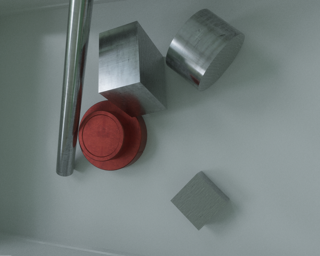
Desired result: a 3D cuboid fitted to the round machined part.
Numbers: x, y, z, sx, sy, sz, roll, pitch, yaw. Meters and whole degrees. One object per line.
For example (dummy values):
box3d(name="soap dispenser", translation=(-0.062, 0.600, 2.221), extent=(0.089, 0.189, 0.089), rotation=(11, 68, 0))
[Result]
box3d(name="round machined part", translation=(-0.071, 0.010, 0.425), extent=(0.098, 0.042, 0.097), rotation=(0, 90, 19))

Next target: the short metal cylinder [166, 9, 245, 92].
box3d(name="short metal cylinder", translation=(0.053, -0.090, 0.362), extent=(0.050, 0.080, 0.080), rotation=(42, 103, 15))

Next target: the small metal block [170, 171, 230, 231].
box3d(name="small metal block", translation=(0.051, 0.091, 0.392), extent=(0.050, 0.025, 0.050), rotation=(45, 104, 14))

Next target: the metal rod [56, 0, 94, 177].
box3d(name="metal rod", translation=(-0.107, -0.059, 0.384), extent=(0.025, 0.025, 0.298), rotation=(27, 123, 17))

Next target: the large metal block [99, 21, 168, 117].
box3d(name="large metal block", translation=(-0.031, -0.068, 0.380), extent=(0.050, 0.080, 0.080), rotation=(-12, 68, 19))
